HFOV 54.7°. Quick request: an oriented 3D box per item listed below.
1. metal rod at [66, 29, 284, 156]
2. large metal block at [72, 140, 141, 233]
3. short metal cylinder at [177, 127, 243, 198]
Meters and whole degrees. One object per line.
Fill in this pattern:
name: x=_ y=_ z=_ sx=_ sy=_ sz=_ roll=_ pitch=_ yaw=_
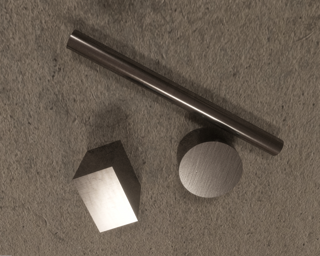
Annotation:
metal rod: x=0.027 y=-0.040 z=0.395 sx=0.301 sy=0.025 sz=0.025 roll=27 pitch=108 yaw=-10
large metal block: x=-0.065 y=0.073 z=0.407 sx=0.050 sy=0.080 sz=0.080 roll=-19 pitch=109 yaw=6
short metal cylinder: x=0.064 y=0.045 z=0.414 sx=0.081 sy=0.050 sz=0.079 roll=0 pitch=110 yaw=-1
